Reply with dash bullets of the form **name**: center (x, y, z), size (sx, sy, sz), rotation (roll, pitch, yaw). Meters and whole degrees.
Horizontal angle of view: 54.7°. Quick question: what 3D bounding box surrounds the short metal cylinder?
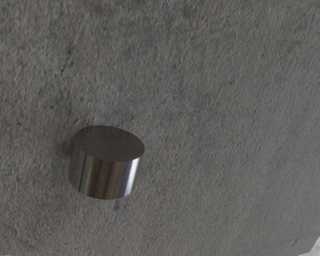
- **short metal cylinder**: center (-0.063, 0.038, 0.362), size (0.081, 0.080, 0.050), rotation (1, 118, -29)
